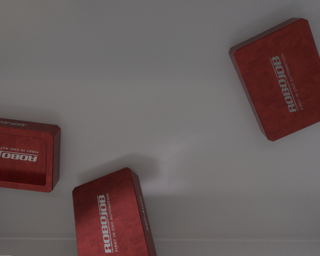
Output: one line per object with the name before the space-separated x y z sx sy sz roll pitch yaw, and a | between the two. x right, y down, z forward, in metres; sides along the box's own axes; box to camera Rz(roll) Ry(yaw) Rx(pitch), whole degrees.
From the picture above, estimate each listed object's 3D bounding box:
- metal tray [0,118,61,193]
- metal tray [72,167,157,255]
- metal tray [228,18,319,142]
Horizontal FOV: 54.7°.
metal tray | -0.206 0.035 0.419 0.131 0.030 0.089 7 110 -3
metal tray | -0.063 0.127 0.406 0.090 0.130 0.030 -22 146 7
metal tray | 0.154 -0.058 0.388 0.090 0.030 0.130 -25 108 9
